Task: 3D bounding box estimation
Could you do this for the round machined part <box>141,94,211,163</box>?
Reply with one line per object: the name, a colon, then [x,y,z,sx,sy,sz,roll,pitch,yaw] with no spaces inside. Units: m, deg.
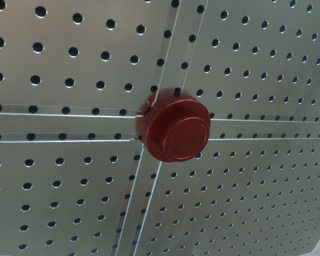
round machined part: [0.027,0.007,0.419,0.099,0.042,0.097,-14,124,-21]
